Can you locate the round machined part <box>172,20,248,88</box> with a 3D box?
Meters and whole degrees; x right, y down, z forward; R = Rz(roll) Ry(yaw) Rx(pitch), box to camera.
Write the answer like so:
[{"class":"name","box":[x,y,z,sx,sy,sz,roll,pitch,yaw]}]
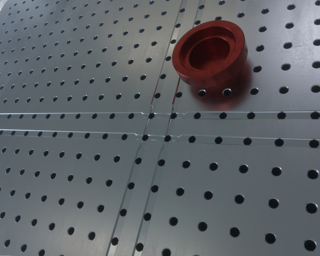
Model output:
[{"class":"round machined part","box":[0.069,-0.095,0.420,0.098,0.042,0.098,-13,56,21]}]
